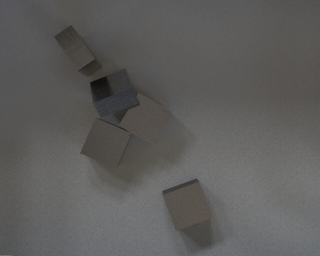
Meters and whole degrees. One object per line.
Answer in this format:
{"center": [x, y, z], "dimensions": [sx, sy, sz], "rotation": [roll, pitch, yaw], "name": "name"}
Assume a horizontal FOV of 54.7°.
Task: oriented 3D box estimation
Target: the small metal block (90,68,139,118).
{"center": [-0.059, -0.045, 0.396], "dimensions": [0.050, 0.050, 0.025], "rotation": [-21, 131, 0], "name": "small metal block"}

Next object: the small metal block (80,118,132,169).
{"center": [-0.070, 0.020, 0.411], "dimensions": [0.050, 0.025, 0.050], "rotation": [23, 90, 0], "name": "small metal block"}

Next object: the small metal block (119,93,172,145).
{"center": [-0.019, -0.012, 0.411], "dimensions": [0.050, 0.025, 0.050], "rotation": [31, 90, 0], "name": "small metal block"}

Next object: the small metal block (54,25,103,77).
{"center": [-0.103, -0.097, 0.398], "dimensions": [0.025, 0.050, 0.050], "rotation": [-35, 90, 0], "name": "small metal block"}

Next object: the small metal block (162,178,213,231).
{"center": [0.036, 0.101, 0.412], "dimensions": [0.050, 0.025, 0.050], "rotation": [-20, 90, 0], "name": "small metal block"}
